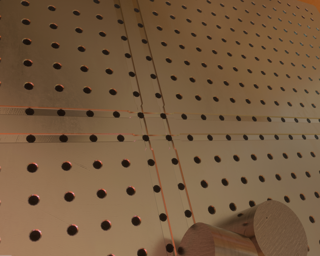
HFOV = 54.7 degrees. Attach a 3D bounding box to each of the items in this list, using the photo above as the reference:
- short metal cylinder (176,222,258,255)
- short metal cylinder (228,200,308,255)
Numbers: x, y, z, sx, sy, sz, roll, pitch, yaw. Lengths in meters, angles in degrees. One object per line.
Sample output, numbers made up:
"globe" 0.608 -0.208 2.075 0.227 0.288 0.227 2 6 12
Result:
"short metal cylinder" 0.055 0.143 0.317 0.050 0.080 0.080 21 54 -16
"short metal cylinder" 0.132 0.136 0.383 0.081 0.050 0.080 14 56 -21
